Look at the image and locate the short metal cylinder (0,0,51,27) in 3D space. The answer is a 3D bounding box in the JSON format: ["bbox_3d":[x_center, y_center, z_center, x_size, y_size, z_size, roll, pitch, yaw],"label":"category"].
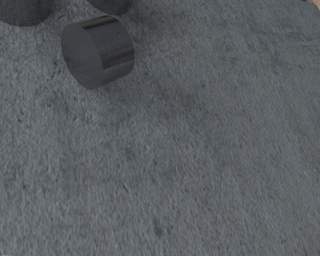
[{"bbox_3d":[-0.182,-0.179,0.399,0.081,0.050,0.080,14,56,-21],"label":"short metal cylinder"}]

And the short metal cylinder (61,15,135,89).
[{"bbox_3d":[-0.078,-0.094,0.385,0.050,0.080,0.080,-32,80,-38],"label":"short metal cylinder"}]

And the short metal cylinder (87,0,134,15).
[{"bbox_3d":[-0.075,-0.226,0.486,0.081,0.050,0.080,14,56,-21],"label":"short metal cylinder"}]
